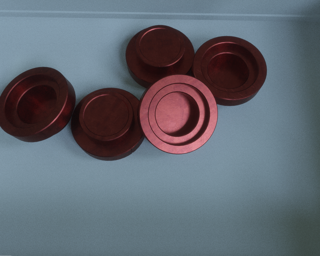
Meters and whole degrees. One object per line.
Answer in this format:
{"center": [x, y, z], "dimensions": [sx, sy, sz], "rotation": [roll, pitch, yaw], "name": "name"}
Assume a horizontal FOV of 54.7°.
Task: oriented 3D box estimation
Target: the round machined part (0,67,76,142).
{"center": [-0.154, -0.027, 0.400], "dimensions": [0.098, 0.042, 0.098], "rotation": [-5, 65, 12], "name": "round machined part"}

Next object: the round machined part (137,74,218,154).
{"center": [0.020, -0.018, 0.394], "dimensions": [0.099, 0.042, 0.097], "rotation": [-1, 95, -11], "name": "round machined part"}

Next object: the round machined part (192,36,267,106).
{"center": [0.092, -0.075, 0.429], "dimensions": [0.099, 0.042, 0.098], "rotation": [0, 70, -1], "name": "round machined part"}

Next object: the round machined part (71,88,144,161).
{"center": [-0.067, -0.009, 0.403], "dimensions": [0.099, 0.042, 0.098], "rotation": [0, 70, 0], "name": "round machined part"}

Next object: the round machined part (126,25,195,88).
{"center": [0.000, -0.106, 0.439], "dimensions": [0.099, 0.042, 0.098], "rotation": [0, 70, -1], "name": "round machined part"}
